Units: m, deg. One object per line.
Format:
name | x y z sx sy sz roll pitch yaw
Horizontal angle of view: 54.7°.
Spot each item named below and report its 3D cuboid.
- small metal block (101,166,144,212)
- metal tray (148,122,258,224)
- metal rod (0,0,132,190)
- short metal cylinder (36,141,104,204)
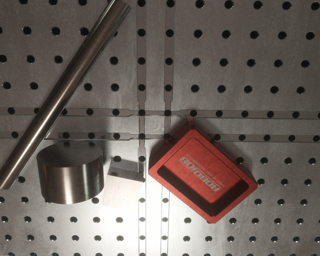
small metal block | -0.054 0.088 0.445 0.050 0.025 0.050 13 110 -5
metal tray | 0.059 0.065 0.435 0.130 0.030 0.090 41 105 -14
metal rod | -0.133 -0.034 0.398 0.025 0.025 0.299 35 106 -12
short metal cylinder | -0.115 0.055 0.403 0.081 0.080 0.050 0 110 -1
